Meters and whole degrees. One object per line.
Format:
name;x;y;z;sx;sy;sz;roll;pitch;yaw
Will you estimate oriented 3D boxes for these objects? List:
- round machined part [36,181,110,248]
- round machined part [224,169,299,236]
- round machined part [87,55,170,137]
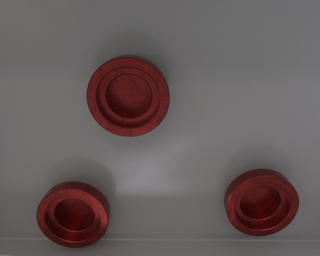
round machined part;-0.120;0.119;0.445;0.099;0.042;0.097;0;110;0
round machined part;0.140;0.101;0.440;0.099;0.042;0.097;0;110;0
round machined part;-0.038;-0.042;0.386;0.099;0.042;0.097;0;110;0
